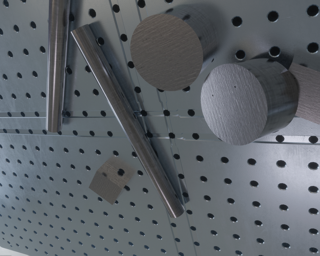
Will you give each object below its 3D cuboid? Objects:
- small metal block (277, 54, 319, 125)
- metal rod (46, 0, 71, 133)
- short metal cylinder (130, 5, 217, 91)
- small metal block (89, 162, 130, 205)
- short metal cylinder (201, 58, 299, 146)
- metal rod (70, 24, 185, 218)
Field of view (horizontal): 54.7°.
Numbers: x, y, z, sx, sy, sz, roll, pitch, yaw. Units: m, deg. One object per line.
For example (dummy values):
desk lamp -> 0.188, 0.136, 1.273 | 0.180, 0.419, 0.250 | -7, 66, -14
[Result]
small metal block -> 0.147, -0.039, 0.310 | 0.050, 0.025, 0.050 | 24, 127, 13
metal rod -> -0.135, -0.114, 0.411 | 0.025, 0.025, 0.298 | 26, 128, 12
short metal cylinder -> 0.016, -0.086, 0.334 | 0.080, 0.050, 0.079 | 13, 124, 21
small metal block -> -0.084, 0.092, 0.513 | 0.050, 0.025, 0.050 | 35, 129, 5
short metal cylinder -> 0.088, -0.027, 0.311 | 0.080, 0.050, 0.079 | 25, 123, 47
metal rod -> -0.037, 0.003, 0.432 | 0.025, 0.025, 0.299 | -14, 111, 34
